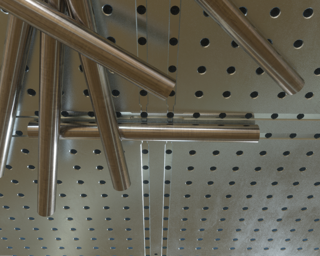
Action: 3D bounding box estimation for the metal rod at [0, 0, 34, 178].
[{"bbox_3d":[-0.185,-0.037,0.378,0.025,0.025,0.298,19,128,-16],"label":"metal rod"}]

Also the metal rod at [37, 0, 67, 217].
[{"bbox_3d":[-0.134,-0.004,0.377,0.025,0.025,0.298,9,121,-8],"label":"metal rod"}]

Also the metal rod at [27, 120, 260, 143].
[{"bbox_3d":[-0.020,0.005,0.415,0.302,0.025,0.025,1,130,-1],"label":"metal rod"}]

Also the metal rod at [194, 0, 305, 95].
[{"bbox_3d":[0.050,-0.127,0.303,0.301,0.025,0.025,35,122,-26],"label":"metal rod"}]

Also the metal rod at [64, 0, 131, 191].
[{"bbox_3d":[-0.069,-0.045,0.350,0.025,0.025,0.298,-5,123,4],"label":"metal rod"}]

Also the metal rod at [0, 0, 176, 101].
[{"bbox_3d":[-0.119,-0.108,0.281,0.301,0.025,0.025,29,125,-12],"label":"metal rod"}]
